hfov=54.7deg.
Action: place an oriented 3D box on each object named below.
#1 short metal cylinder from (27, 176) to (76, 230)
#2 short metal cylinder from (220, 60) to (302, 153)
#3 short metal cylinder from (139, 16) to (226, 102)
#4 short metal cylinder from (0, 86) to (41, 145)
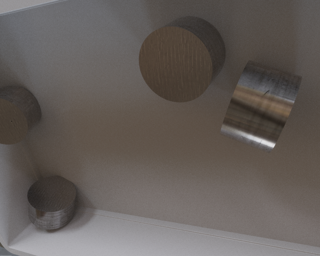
[{"bbox_3d":[-0.195,0.134,0.559,0.080,0.080,0.050,25,127,13],"label":"short metal cylinder"},{"bbox_3d":[0.099,-0.021,0.308,0.050,0.080,0.079,22,127,15],"label":"short metal cylinder"},{"bbox_3d":[0.025,-0.074,0.334,0.080,0.050,0.079,13,124,21],"label":"short metal cylinder"},{"bbox_3d":[-0.238,-0.021,0.489,0.080,0.050,0.079,1,118,3],"label":"short metal cylinder"}]
